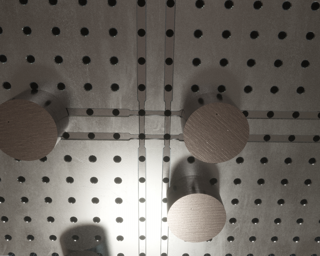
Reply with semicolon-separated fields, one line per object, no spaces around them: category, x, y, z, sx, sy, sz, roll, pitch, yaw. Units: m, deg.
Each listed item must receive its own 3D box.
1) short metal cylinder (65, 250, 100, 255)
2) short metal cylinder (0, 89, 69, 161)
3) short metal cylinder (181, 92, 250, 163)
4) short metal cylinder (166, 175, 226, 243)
short metal cylinder;-0.123;0.234;0.469;0.080;0.080;0.050;-6;110;1
short metal cylinder;-0.164;-0.005;0.396;0.081;0.050;0.079;0;110;-1
short metal cylinder;0.069;-0.001;0.401;0.081;0.050;0.079;0;110;-1
short metal cylinder;0.050;0.115;0.443;0.081;0.050;0.079;0;110;-1
